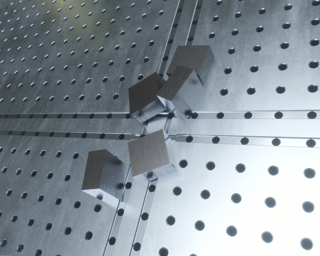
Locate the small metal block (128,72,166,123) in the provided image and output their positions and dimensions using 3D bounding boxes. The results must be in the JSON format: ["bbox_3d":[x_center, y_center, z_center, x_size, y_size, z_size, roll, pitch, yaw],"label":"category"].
[{"bbox_3d":[-0.016,-0.043,0.434,0.050,0.025,0.050,-28,48,24],"label":"small metal block"}]

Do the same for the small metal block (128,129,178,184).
[{"bbox_3d":[-0.010,0.036,0.390,0.050,0.025,0.050,-22,54,14],"label":"small metal block"}]

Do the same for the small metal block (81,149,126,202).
[{"bbox_3d":[-0.069,0.061,0.389,0.025,0.050,0.050,-10,58,23],"label":"small metal block"}]

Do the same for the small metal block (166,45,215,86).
[{"bbox_3d":[0.044,-0.089,0.439,0.050,0.025,0.050,9,66,31],"label":"small metal block"}]

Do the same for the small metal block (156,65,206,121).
[{"bbox_3d":[0.029,-0.045,0.404,0.025,0.050,0.050,27,76,36],"label":"small metal block"}]
